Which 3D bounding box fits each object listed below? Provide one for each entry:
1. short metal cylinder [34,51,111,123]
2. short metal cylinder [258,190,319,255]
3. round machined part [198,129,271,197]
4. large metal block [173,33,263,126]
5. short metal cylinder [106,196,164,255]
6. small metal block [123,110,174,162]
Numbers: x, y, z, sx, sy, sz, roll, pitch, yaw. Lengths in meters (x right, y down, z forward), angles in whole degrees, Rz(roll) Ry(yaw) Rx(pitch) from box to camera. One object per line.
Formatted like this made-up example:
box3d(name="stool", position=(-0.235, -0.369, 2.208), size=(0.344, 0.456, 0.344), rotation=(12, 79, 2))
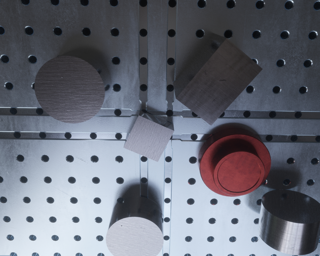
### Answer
box3d(name="short metal cylinder", position=(-0.104, -0.051, 0.380), size=(0.081, 0.050, 0.079), rotation=(0, 110, 0))
box3d(name="short metal cylinder", position=(0.181, 0.129, 0.433), size=(0.081, 0.080, 0.050), rotation=(0, 110, 0))
box3d(name="round machined part", position=(0.104, 0.053, 0.425), size=(0.099, 0.042, 0.097), rotation=(0, 110, 0))
box3d(name="large metal block", position=(0.062, -0.060, 0.362), size=(0.050, 0.080, 0.080), rotation=(37, 106, -13))
box3d(name="short metal cylinder", position=(-0.035, 0.148, 0.454), size=(0.081, 0.050, 0.079), rotation=(0, 110, 0))
box3d(name="small metal block", position=(-0.015, 0.011, 0.417), size=(0.050, 0.025, 0.050), rotation=(24, 108, -9))
